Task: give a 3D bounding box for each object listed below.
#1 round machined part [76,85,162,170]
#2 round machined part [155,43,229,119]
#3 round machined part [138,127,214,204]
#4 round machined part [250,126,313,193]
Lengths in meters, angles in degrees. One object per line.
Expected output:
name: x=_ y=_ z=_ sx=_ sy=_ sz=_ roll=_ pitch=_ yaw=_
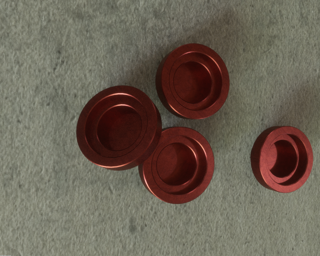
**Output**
round machined part: x=-0.045 y=0.002 z=0.367 sx=0.098 sy=0.042 sz=0.098 roll=-5 pitch=71 yaw=15
round machined part: x=0.040 y=-0.060 z=0.416 sx=0.099 sy=0.042 sz=0.097 roll=0 pitch=90 yaw=-21
round machined part: x=0.018 y=0.047 z=0.408 sx=0.099 sy=0.042 sz=0.097 roll=0 pitch=90 yaw=-21
round machined part: x=0.177 y=0.045 z=0.468 sx=0.099 sy=0.042 sz=0.097 roll=0 pitch=90 yaw=-21
